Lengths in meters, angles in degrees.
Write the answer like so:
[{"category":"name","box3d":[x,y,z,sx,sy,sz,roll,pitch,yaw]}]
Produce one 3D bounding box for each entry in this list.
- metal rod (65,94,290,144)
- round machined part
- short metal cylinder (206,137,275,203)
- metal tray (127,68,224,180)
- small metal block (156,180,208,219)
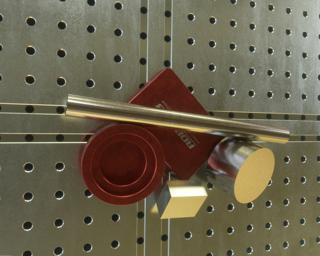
[{"category":"metal rod","box3d":[0.037,-0.007,0.394,0.302,0.025,0.025,7,88,-20]},{"category":"round machined part","box3d":[-0.047,0.041,0.382,0.099,0.042,0.097,-2,97,-15]},{"category":"short metal cylinder","box3d":[0.111,0.055,0.426,0.081,0.050,0.079,-16,118,-32]},{"category":"metal tray","box3d":[0.018,-0.004,0.419,0.090,0.030,0.130,-45,105,-15]},{"category":"small metal block","box3d":[0.028,0.094,0.410,0.050,0.025,0.050,3,132,-21]}]
